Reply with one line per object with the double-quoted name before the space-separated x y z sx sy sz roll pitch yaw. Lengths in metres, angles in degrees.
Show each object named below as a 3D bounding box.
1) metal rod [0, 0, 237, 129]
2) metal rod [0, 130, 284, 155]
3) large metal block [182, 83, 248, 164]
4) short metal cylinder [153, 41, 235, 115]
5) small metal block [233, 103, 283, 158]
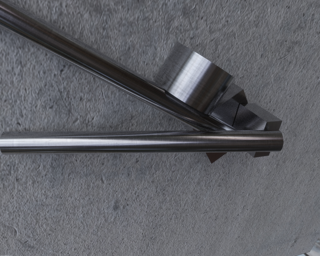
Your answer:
"metal rod" -0.032 -0.049 0.324 0.302 0.025 0.025 26 104 -26
"metal rod" -0.015 0.015 0.342 0.302 0.025 0.025 0 121 -5
"large metal block" 0.078 -0.011 0.428 0.080 0.050 0.080 -35 129 -4
"short metal cylinder" 0.040 -0.058 0.362 0.080 0.080 0.050 23 106 -37
"small metal block" 0.120 0.002 0.392 0.025 0.050 0.050 -4 121 -26
